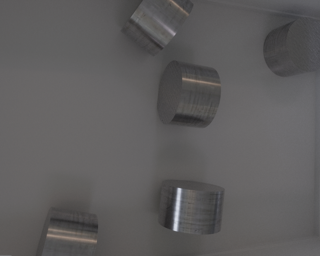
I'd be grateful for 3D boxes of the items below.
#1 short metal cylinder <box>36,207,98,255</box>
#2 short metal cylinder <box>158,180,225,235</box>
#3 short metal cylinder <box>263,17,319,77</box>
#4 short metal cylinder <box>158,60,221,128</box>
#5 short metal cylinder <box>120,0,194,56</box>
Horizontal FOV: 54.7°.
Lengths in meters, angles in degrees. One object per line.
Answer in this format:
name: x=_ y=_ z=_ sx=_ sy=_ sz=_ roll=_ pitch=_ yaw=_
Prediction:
short metal cylinder: x=-0.105 y=0.132 z=0.343 sx=0.050 sy=0.080 sz=0.080 roll=16 pitch=85 yaw=-19
short metal cylinder: x=0.040 y=0.098 z=0.396 sx=0.081 sy=0.080 sz=0.050 roll=7 pitch=88 yaw=-20
short metal cylinder: x=0.207 y=-0.121 z=0.473 sx=0.081 sy=0.050 sz=0.080 roll=0 pitch=90 yaw=-20
short metal cylinder: x=0.034 y=-0.042 z=0.394 sx=0.050 sy=0.080 sz=0.080 roll=6 pitch=88 yaw=-20
short metal cylinder: x=-0.004 y=-0.135 z=0.379 sx=0.050 sy=0.080 sz=0.080 roll=35 pitch=79 yaw=-17
